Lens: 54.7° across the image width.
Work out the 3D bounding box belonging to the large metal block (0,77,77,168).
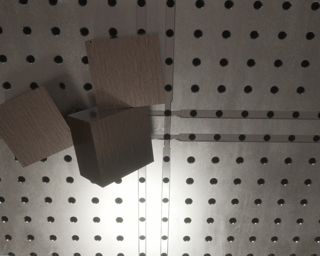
[{"bbox_3d":[-0.153,-0.008,0.395,0.080,0.050,0.080,-24,109,8],"label":"large metal block"}]

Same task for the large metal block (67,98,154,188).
[{"bbox_3d":[-0.058,0.014,0.383,0.081,0.050,0.079,-23,116,-39],"label":"large metal block"}]

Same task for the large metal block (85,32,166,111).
[{"bbox_3d":[-0.038,-0.070,0.374,0.080,0.050,0.079,-6,110,2],"label":"large metal block"}]
